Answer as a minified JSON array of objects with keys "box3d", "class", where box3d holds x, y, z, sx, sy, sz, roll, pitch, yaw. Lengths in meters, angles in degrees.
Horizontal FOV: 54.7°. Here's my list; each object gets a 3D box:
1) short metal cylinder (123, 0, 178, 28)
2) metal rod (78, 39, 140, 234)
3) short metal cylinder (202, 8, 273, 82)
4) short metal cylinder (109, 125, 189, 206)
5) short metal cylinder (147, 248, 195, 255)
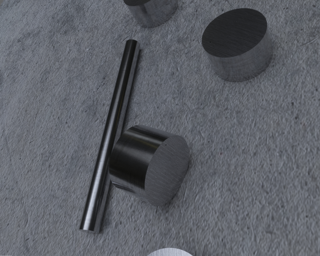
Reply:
[{"box3d":[-0.015,-0.219,0.530,0.080,0.050,0.080,-13,56,21],"class":"short metal cylinder"},{"box3d":[-0.065,-0.006,0.441,0.025,0.025,0.300,-5,59,25],"class":"metal rod"},{"box3d":[0.100,-0.106,0.401,0.080,0.050,0.080,-13,56,21],"class":"short metal cylinder"},{"box3d":[-0.010,0.041,0.349,0.050,0.080,0.080,16,70,34],"class":"short metal cylinder"},{"box3d":[0.017,0.156,0.283,0.080,0.050,0.080,-13,56,21],"class":"short metal cylinder"}]
